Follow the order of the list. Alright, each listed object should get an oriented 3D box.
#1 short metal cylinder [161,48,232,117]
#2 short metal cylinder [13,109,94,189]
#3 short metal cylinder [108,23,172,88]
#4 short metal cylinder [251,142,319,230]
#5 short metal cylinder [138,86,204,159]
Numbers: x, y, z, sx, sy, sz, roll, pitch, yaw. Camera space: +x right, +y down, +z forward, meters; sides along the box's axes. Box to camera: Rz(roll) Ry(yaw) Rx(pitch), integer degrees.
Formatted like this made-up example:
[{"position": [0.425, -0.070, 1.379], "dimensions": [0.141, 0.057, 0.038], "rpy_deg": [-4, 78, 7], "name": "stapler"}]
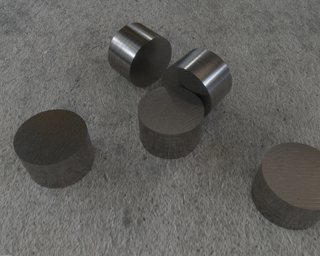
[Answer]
[{"position": [0.049, -0.060, 0.418], "dimensions": [0.080, 0.080, 0.050], "rpy_deg": [32, 57, 24], "name": "short metal cylinder"}, {"position": [-0.122, 0.024, 0.366], "dimensions": [0.080, 0.050, 0.080], "rpy_deg": [0, 50, 0], "name": "short metal cylinder"}, {"position": [-0.029, -0.107, 0.457], "dimensions": [0.080, 0.080, 0.050], "rpy_deg": [-35, 58, -26], "name": "short metal cylinder"}, {"position": [0.145, 0.062, 0.336], "dimensions": [0.080, 0.050, 0.080], "rpy_deg": [0, 50, 0], "name": "short metal cylinder"}, {"position": [0.013, -0.007, 0.393], "dimensions": [0.081, 0.050, 0.080], "rpy_deg": [0, 50, 0], "name": "short metal cylinder"}]
